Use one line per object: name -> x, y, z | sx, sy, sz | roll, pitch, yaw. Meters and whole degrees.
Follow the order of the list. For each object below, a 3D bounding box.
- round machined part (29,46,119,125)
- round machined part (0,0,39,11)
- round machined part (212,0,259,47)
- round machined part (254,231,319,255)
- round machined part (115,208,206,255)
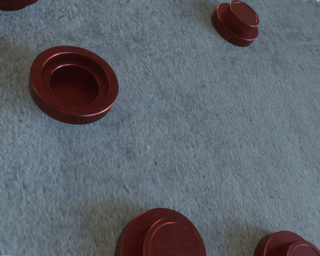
round machined part -> -0.103, -0.046, 0.367 | 0.099, 0.042, 0.098 | 14, 56, -21
round machined part -> -0.203, -0.191, 0.401 | 0.099, 0.042, 0.098 | 14, 56, -21
round machined part -> 0.154, -0.211, 0.607 | 0.099, 0.042, 0.098 | 14, 56, -21
round machined part -> 0.167, 0.176, 0.378 | 0.099, 0.042, 0.098 | 14, 56, -21
round machined part -> 0.007, 0.131, 0.318 | 0.099, 0.042, 0.098 | 14, 56, -21
